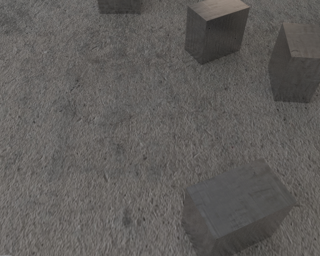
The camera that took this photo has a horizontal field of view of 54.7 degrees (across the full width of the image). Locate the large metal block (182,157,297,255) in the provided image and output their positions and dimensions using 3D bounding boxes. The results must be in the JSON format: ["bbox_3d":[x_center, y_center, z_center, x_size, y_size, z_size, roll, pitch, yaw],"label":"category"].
[{"bbox_3d":[0.070,0.083,0.298,0.081,0.080,0.050,-19,53,-15],"label":"large metal block"}]

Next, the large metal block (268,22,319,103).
[{"bbox_3d":[0.196,-0.094,0.447,0.050,0.080,0.080,5,50,4],"label":"large metal block"}]

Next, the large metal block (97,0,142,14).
[{"bbox_3d":[-0.077,-0.270,0.613,0.080,0.050,0.080,1,50,1],"label":"large metal block"}]

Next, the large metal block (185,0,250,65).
[{"bbox_3d":[0.090,-0.160,0.502,0.081,0.080,0.050,-24,54,-19],"label":"large metal block"}]
